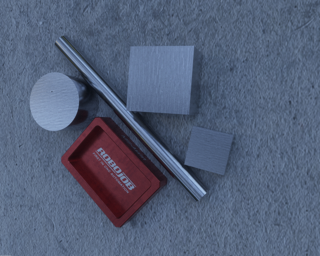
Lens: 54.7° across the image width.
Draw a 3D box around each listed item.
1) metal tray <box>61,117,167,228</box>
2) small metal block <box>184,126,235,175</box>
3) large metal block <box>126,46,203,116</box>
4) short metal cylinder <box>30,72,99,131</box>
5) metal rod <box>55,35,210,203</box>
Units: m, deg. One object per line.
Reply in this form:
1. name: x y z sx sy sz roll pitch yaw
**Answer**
1. metal tray: -0.065 0.058 0.429 0.130 0.030 0.090 46 104 14
2. small metal block: 0.063 0.027 0.388 0.050 0.025 0.050 14 95 19
3. large metal block: 0.007 -0.058 0.394 0.080 0.050 0.079 5 92 19
4. short metal cylinder: -0.136 -0.036 0.443 0.080 0.050 0.079 0 90 19
5. metal rod: -0.046 -0.021 0.425 0.025 0.025 0.300 -46 76 14
